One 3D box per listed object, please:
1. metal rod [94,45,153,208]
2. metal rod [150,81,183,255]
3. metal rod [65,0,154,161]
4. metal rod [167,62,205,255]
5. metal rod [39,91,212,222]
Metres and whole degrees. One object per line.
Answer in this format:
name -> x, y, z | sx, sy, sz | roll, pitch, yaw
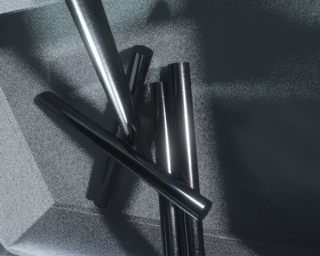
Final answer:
metal rod -> -0.062, 0.020, 0.453 | 0.025, 0.025, 0.298 | 28, 128, 10
metal rod -> 0.012, 0.094, 0.378 | 0.025, 0.025, 0.298 | -4, 90, 30
metal rod -> -0.041, -0.029, 0.329 | 0.025, 0.025, 0.299 | 17, 152, 18
metal rod -> 0.034, 0.075, 0.360 | 0.025, 0.025, 0.298 | -4, 92, 30
metal rod -> -0.064, 0.021, 0.397 | 0.300, 0.025, 0.025 | 31, 131, 31
